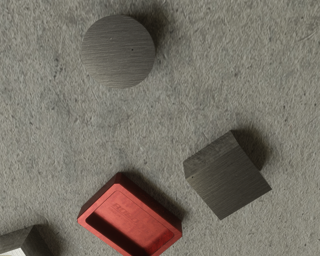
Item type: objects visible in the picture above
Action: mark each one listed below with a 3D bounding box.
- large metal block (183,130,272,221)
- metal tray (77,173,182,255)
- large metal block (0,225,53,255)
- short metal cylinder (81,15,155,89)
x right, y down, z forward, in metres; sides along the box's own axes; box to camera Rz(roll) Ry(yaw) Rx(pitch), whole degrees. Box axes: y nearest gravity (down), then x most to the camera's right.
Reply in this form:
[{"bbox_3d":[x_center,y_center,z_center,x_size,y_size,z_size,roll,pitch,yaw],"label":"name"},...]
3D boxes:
[{"bbox_3d":[0.089,0.064,0.421,0.080,0.050,0.080,-36,107,12],"label":"large metal block"},{"bbox_3d":[-0.042,0.138,0.457,0.130,0.030,0.090,42,105,-14],"label":"metal tray"},{"bbox_3d":[-0.217,0.205,0.470,0.080,0.050,0.080,-19,109,7],"label":"large metal block"},{"bbox_3d":[-0.046,-0.090,0.363,0.081,0.050,0.079,0,110,0],"label":"short metal cylinder"}]
